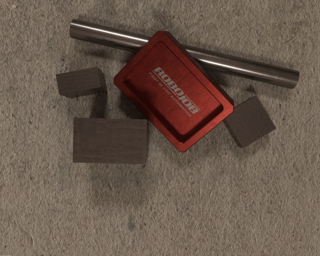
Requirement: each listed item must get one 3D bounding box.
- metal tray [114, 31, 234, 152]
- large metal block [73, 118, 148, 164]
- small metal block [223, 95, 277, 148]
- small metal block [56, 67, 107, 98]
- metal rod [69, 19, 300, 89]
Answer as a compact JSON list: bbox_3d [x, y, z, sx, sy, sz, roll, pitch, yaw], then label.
[{"bbox_3d":[0.018,-0.045,0.390,0.090,0.030,0.130,-43,93,21],"label":"metal tray"},{"bbox_3d":[-0.056,0.014,0.382,0.081,0.080,0.050,1,90,0],"label":"large metal block"},{"bbox_3d":[0.116,-0.008,0.412,0.050,0.025,0.050,-31,91,-1],"label":"small metal block"},{"bbox_3d":[-0.098,-0.057,0.396,0.050,0.050,0.025,-11,90,0],"label":"small metal block"},{"bbox_3d":[0.032,-0.097,0.410,0.302,0.025,0.025,13,90,-1],"label":"metal rod"}]
